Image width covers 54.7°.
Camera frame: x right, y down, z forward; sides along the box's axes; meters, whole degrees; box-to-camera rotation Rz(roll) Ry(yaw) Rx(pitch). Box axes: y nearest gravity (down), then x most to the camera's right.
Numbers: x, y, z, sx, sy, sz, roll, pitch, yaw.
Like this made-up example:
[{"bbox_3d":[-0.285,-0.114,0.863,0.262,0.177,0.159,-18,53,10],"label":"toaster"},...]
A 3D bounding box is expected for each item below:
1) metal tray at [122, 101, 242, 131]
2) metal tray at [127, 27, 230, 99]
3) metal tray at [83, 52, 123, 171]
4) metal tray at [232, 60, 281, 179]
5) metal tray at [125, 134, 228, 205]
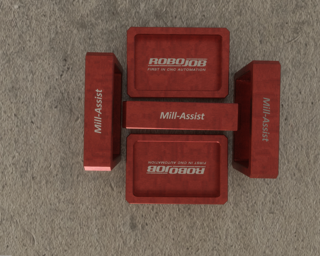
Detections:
[{"bbox_3d":[0.024,-0.014,0.380,0.131,0.090,0.030,1,92,0],"label":"metal tray"},{"bbox_3d":[0.023,-0.084,0.409,0.131,0.030,0.089,0,93,0],"label":"metal tray"},{"bbox_3d":[-0.067,-0.019,0.378,0.030,0.090,0.129,1,91,0],"label":"metal tray"},{"bbox_3d":[0.115,-0.010,0.379,0.030,0.090,0.129,1,90,0],"label":"metal tray"},{"bbox_3d":[0.022,0.053,0.410,0.131,0.030,0.089,1,89,0],"label":"metal tray"}]
